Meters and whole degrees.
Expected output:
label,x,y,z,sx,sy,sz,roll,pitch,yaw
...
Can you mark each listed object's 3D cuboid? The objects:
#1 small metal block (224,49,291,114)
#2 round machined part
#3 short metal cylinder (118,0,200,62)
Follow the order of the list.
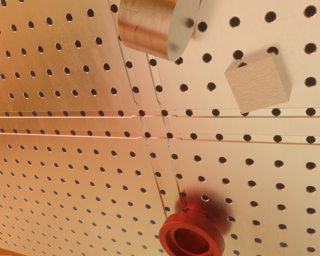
label,x,y,z,sx,sy,sz,roll,pitch,yaw
small metal block,0.103,-0.048,0.327,0.050,0.025,0.050,-16,110,34
round machined part,0.052,0.166,0.475,0.098,0.042,0.097,13,124,20
short metal cylinder,0.001,-0.111,0.305,0.050,0.080,0.079,21,126,15
